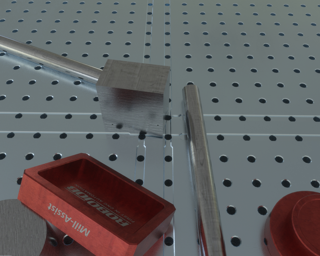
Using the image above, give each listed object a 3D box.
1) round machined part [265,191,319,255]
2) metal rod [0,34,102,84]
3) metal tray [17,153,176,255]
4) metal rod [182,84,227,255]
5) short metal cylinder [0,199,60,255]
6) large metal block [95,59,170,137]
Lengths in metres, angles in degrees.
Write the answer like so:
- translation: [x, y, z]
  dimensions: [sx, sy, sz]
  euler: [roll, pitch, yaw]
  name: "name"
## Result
- translation: [0.161, 0.106, 0.310]
  dimensions: [0.099, 0.042, 0.098]
  euler: [0, 50, 0]
  name: "round machined part"
- translation: [-0.185, -0.113, 0.499]
  dimensions: [0.301, 0.025, 0.025]
  euler: [21, 53, 16]
  name: "metal rod"
- translation: [-0.060, 0.074, 0.309]
  dimensions: [0.130, 0.030, 0.090]
  euler: [26, 18, 20]
  name: "metal tray"
- translation: [0.050, 0.060, 0.357]
  dimensions: [0.025, 0.025, 0.300]
  euler: [-1, 50, -2]
  name: "metal rod"
- translation: [-0.142, 0.115, 0.293]
  dimensions: [0.081, 0.050, 0.080]
  euler: [0, 50, 0]
  name: "short metal cylinder"
- translation: [-0.031, -0.038, 0.403]
  dimensions: [0.080, 0.080, 0.050]
  euler: [8, 51, 6]
  name: "large metal block"
